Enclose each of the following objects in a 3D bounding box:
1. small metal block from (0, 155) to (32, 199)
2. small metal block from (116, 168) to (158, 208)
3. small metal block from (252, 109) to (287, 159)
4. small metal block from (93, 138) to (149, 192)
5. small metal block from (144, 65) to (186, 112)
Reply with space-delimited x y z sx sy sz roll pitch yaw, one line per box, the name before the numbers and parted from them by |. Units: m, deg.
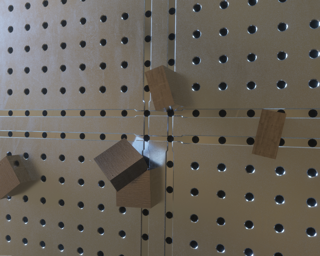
small metal block | -0.243 0.079 0.500 0.050 0.025 0.050 -36 78 16
small metal block | -0.032 0.081 0.424 0.050 0.025 0.050 -2 89 20
small metal block | 0.125 0.006 0.355 0.025 0.050 0.050 13 95 20
small metal block | -0.051 0.047 0.409 0.050 0.025 0.050 -35 44 -15
small metal block | 0.008 -0.048 0.397 0.025 0.050 0.050 -18 84 19
